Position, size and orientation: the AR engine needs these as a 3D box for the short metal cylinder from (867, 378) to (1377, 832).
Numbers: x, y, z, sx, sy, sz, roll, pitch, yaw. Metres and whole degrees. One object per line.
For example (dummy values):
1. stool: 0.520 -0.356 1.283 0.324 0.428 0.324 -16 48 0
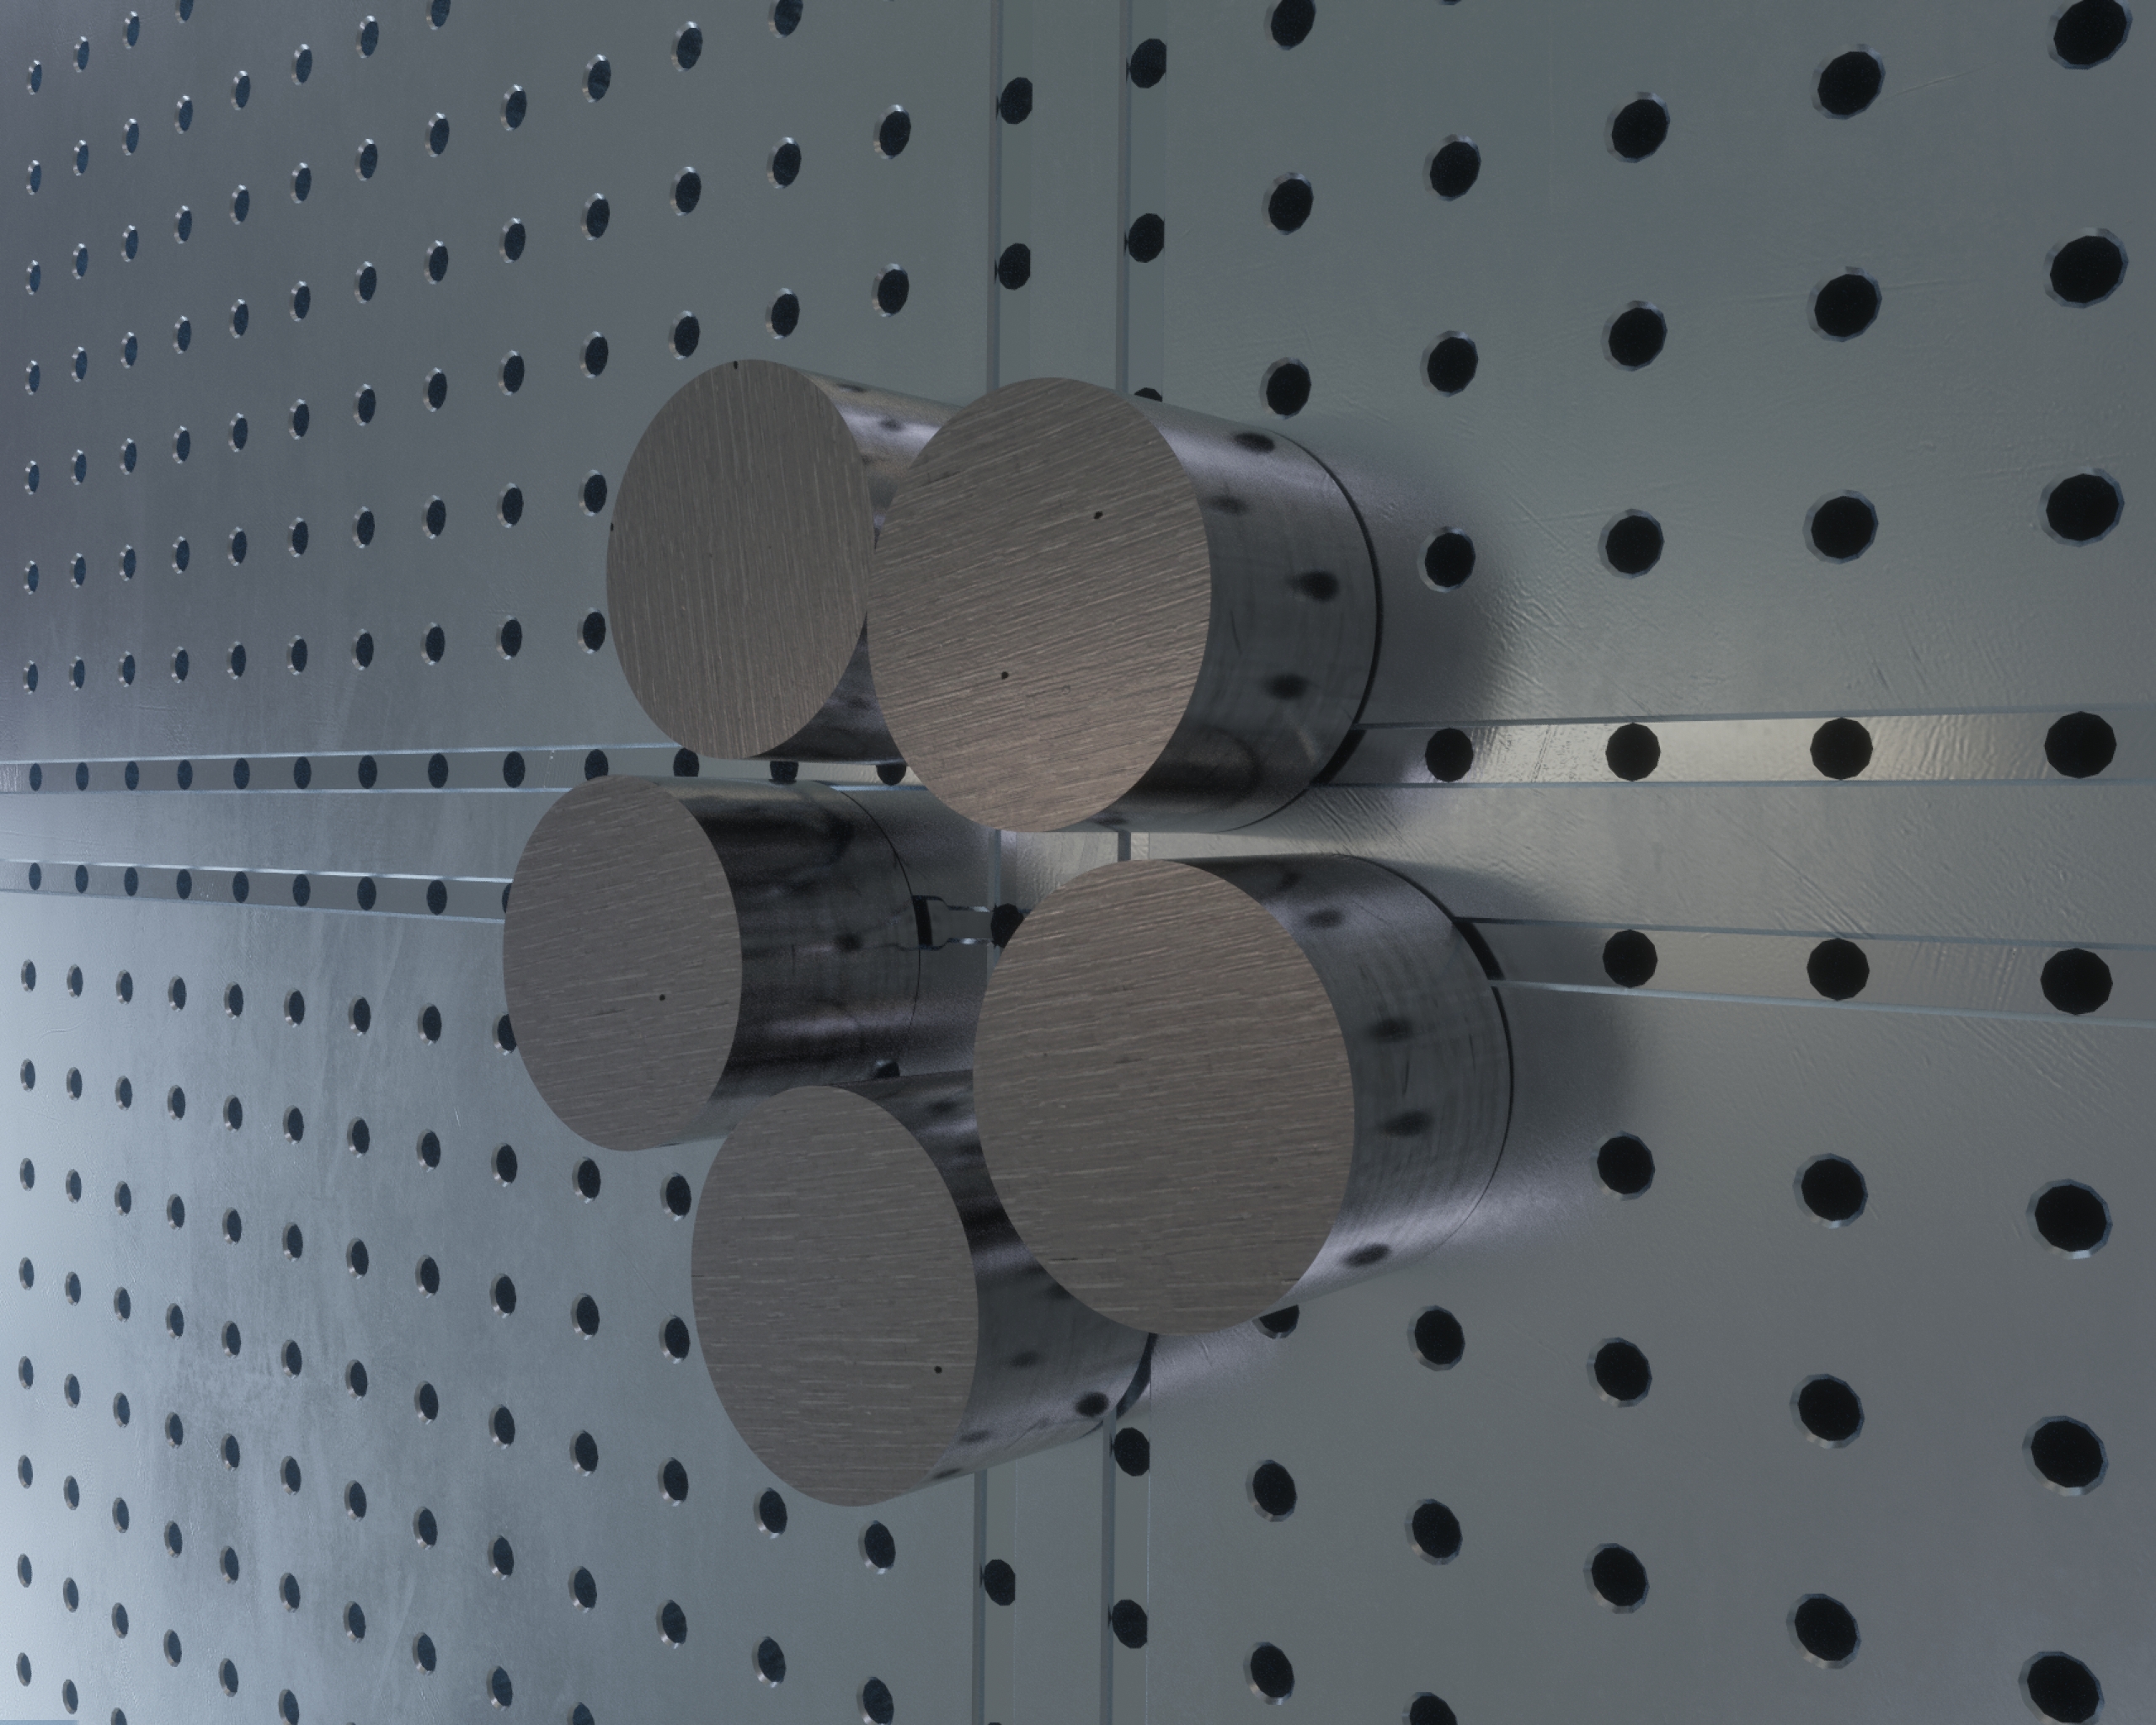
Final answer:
1. short metal cylinder: 0.007 -0.045 0.386 0.080 0.050 0.079 0 91 40

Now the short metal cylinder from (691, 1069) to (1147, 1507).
1. short metal cylinder: -0.032 0.083 0.418 0.080 0.050 0.080 0 89 40

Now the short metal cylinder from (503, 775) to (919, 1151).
1. short metal cylinder: -0.082 0.021 0.460 0.080 0.050 0.079 0 91 40

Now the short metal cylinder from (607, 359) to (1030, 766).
1. short metal cylinder: -0.053 -0.061 0.436 0.080 0.050 0.079 0 90 39

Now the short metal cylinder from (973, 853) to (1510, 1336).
1. short metal cylinder: 0.028 0.039 0.369 0.080 0.050 0.079 1 92 39
